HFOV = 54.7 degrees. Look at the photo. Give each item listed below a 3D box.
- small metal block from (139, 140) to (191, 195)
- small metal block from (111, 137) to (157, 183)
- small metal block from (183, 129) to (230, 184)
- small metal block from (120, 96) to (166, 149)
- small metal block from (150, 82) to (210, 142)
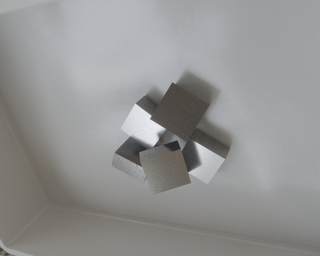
[{"bbox_3d":[0.006,0.049,0.386,0.050,0.025,0.050,-18,113,0],"label":"small metal block"},{"bbox_3d":[-0.031,0.041,0.429,0.050,0.050,0.025,26,127,11],"label":"small metal block"},{"bbox_3d":[0.054,0.037,0.399,0.050,0.025,0.050,31,128,8],"label":"small metal block"},{"bbox_3d":[-0.017,-0.006,0.409,0.050,0.025,0.050,37,129,2],"label":"small metal block"},{"bbox_3d":[0.024,-0.019,0.367,0.050,0.025,0.050,32,95,6],"label":"small metal block"}]
